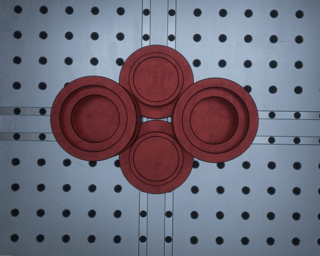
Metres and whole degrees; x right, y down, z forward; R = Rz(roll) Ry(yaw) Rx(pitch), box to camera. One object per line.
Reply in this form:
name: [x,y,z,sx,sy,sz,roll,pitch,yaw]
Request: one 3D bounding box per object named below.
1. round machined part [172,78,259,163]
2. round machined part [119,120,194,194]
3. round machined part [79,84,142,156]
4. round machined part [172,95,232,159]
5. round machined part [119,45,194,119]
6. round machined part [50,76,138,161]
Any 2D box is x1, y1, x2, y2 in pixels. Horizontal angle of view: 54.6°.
round machined part: [0.063,-0.009,0.373,0.099,0.042,0.097,0,90,0]
round machined part: [-0.005,0.038,0.404,0.099,0.042,0.097,0,90,0]
round machined part: [-0.073,-0.011,0.404,0.099,0.042,0.097,0,90,0]
round machined part: [0.063,-0.010,0.405,0.099,0.042,0.097,0,90,0]
round machined part: [-0.005,-0.060,0.404,0.099,0.042,0.097,0,90,0]
round machined part: [-0.075,-0.011,0.372,0.099,0.042,0.097,0,90,0]
